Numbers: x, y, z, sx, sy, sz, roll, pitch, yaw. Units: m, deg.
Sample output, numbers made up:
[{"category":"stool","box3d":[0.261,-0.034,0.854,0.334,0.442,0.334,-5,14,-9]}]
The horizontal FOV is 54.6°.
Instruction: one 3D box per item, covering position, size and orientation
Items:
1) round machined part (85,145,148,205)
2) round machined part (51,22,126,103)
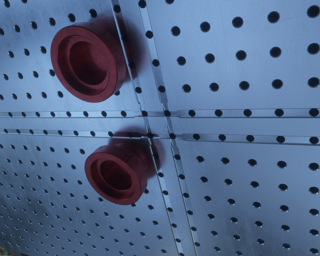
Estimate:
[{"category":"round machined part","box3d":[-0.062,0.067,0.475,0.098,0.042,0.097,13,124,21]},{"category":"round machined part","box3d":[-0.085,-0.085,0.394,0.098,0.042,0.097,13,124,21]}]
